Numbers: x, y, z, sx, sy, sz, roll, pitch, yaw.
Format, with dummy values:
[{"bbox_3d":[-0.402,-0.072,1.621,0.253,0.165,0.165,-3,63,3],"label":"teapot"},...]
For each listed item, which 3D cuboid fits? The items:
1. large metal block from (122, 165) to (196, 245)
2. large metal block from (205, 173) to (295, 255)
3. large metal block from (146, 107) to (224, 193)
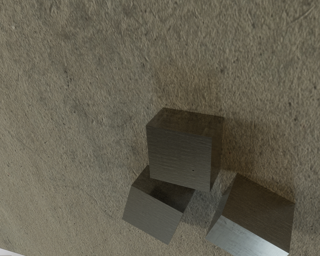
[{"bbox_3d":[-0.003,0.115,0.464,0.080,0.050,0.079,26,128,12],"label":"large metal block"},{"bbox_3d":[0.113,0.115,0.383,0.080,0.080,0.050,28,128,10],"label":"large metal block"},{"bbox_3d":[0.032,0.026,0.390,0.080,0.050,0.079,11,123,22],"label":"large metal block"}]
